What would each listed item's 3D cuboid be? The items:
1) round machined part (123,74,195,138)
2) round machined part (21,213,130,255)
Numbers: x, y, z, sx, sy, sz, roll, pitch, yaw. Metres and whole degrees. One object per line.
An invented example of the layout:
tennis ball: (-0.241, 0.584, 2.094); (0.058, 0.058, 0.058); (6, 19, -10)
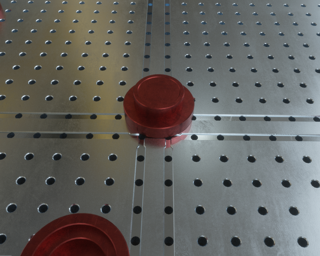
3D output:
round machined part: (-0.002, -0.037, 0.428); (0.099, 0.042, 0.098); (0, 50, 0)
round machined part: (-0.076, 0.133, 0.284); (0.099, 0.042, 0.098); (0, 50, 0)
